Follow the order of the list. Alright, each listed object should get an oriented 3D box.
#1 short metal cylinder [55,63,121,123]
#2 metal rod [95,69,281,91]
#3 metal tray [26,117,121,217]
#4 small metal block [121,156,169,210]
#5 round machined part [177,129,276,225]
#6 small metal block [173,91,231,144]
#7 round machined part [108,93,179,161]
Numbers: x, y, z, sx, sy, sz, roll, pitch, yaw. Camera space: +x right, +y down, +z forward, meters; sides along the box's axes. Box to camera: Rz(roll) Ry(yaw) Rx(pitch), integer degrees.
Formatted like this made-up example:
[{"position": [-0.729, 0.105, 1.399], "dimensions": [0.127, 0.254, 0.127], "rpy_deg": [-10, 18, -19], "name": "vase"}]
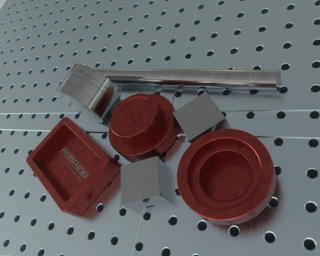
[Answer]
[{"position": [-0.106, -0.050, 0.460], "dimensions": [0.080, 0.080, 0.050], "rpy_deg": [19, 72, 35], "name": "short metal cylinder"}, {"position": [0.013, -0.072, 0.445], "dimensions": [0.300, 0.025, 0.025], "rpy_deg": [7, 65, 31], "name": "metal rod"}, {"position": [-0.126, 0.050, 0.440], "dimensions": [0.090, 0.030, 0.130], "rpy_deg": [-50, 51, -7], "name": "metal tray"}, {"position": [-0.020, 0.068, 0.377], "dimensions": [0.050, 0.025, 0.050], "rpy_deg": [-18, 55, 18], "name": "small metal block"}, {"position": [0.071, 0.053, 0.327], "dimensions": [0.098, 0.042, 0.098], "rpy_deg": [-13, 56, 21], "name": "round machined part"}, {"position": [0.051, -0.010, 0.388], "dimensions": [0.050, 0.025, 0.050], "rpy_deg": [-33, 51, 6], "name": "small metal block"}, {"position": [-0.027, -0.007, 0.415], "dimensions": [0.098, 0.042, 0.098], "rpy_deg": [-14, 53, 19], "name": "round machined part"}]
